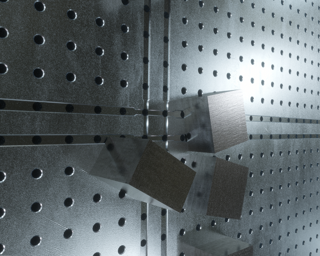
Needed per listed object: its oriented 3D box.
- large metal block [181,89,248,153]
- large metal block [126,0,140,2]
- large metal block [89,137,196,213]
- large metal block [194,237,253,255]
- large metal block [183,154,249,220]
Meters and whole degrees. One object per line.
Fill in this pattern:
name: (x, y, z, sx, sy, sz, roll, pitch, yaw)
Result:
large metal block: (0.084, -0.012, 0.466, 0.081, 0.050, 0.079, -15, 100, -39)
large metal block: (-0.009, -0.210, 0.387, 0.081, 0.050, 0.080, -27, 107, -37)
large metal block: (-0.020, 0.052, 0.359, 0.080, 0.080, 0.050, 38, 67, -34)
large metal block: (0.099, 0.223, 0.479, 0.081, 0.050, 0.079, 2, 89, -40)
large metal block: (0.083, 0.089, 0.466, 0.080, 0.050, 0.080, 20, 77, -39)
